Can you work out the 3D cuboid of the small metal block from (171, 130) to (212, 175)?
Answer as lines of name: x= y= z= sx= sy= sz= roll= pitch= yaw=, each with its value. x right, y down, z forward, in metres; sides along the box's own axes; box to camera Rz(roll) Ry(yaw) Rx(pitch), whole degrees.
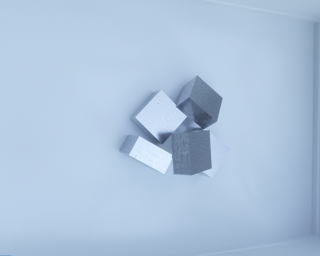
small metal block: x=0.040 y=0.029 z=0.386 sx=0.050 sy=0.025 sz=0.050 roll=-5 pitch=92 yaw=-52

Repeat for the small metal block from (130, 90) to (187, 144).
small metal block: x=-0.002 y=-0.014 z=0.408 sx=0.050 sy=0.025 sz=0.050 roll=45 pitch=76 yaw=-15

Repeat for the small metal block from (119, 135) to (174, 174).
small metal block: x=-0.018 y=0.032 z=0.389 sx=0.050 sy=0.050 sz=0.025 roll=31 pitch=80 yaw=-18

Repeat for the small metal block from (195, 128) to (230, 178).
small metal block: x=0.061 y=0.034 z=0.432 sx=0.050 sy=0.025 sz=0.050 roll=37 pitch=78 yaw=-17

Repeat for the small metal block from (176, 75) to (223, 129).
small metal block: x=0.055 y=-0.035 z=0.418 sx=0.050 sy=0.025 sz=0.050 roll=39 pitch=45 yaw=-17
